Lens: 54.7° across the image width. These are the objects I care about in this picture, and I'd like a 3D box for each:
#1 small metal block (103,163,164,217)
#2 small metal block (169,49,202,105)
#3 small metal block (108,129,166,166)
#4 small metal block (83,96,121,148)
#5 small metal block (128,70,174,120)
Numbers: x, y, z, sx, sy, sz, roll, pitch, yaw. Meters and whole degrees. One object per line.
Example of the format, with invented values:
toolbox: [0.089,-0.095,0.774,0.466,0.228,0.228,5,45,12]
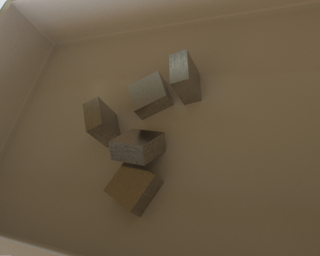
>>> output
small metal block: [-0.032,0.072,0.379,0.050,0.025,0.050,27,76,37]
small metal block: [0.034,-0.067,0.413,0.025,0.050,0.050,-14,56,21]
small metal block: [-0.027,0.023,0.389,0.050,0.025,0.050,6,21,31]
small metal block: [-0.081,-0.008,0.438,0.025,0.050,0.050,-26,53,12]
small metal block: [-0.014,-0.047,0.442,0.050,0.025,0.050,-25,53,12]
